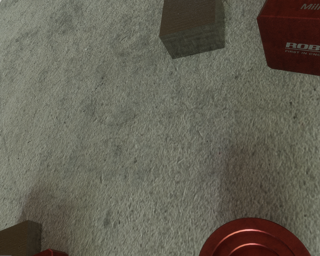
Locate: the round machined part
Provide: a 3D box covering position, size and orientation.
[{"bbox_3d":[0.084,0.132,0.268,0.098,0.042,0.098,-13,56,20],"label":"round machined part"}]

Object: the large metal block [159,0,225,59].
[{"bbox_3d":[0.049,-0.156,0.456,0.080,0.050,0.080,-8,58,24],"label":"large metal block"}]

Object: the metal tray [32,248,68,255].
[{"bbox_3d":[-0.145,0.214,0.343,0.090,0.030,0.130,-25,53,12],"label":"metal tray"}]

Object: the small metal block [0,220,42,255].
[{"bbox_3d":[-0.184,0.155,0.403,0.050,0.025,0.050,-23,53,13],"label":"small metal block"}]

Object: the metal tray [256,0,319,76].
[{"bbox_3d":[0.176,-0.092,0.326,0.130,0.090,0.030,18,72,34],"label":"metal tray"}]
